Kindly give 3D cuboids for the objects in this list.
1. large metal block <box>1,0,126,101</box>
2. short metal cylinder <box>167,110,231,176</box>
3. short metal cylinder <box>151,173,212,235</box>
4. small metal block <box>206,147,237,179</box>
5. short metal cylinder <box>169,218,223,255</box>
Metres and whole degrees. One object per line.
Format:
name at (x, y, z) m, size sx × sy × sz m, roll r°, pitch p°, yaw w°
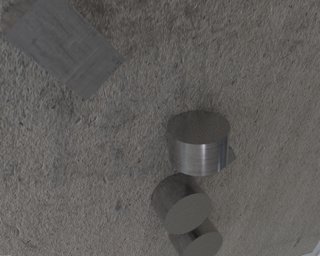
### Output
large metal block at (-0.087, -0.081, 0.274) m, size 0.050 × 0.080 × 0.080 m, roll -46°, pitch 129°, yaw 4°
short metal cylinder at (0.051, 0.018, 0.410) m, size 0.081 × 0.080 × 0.050 m, roll -17°, pitch 125°, yaw -19°
short metal cylinder at (0.033, 0.117, 0.481) m, size 0.081 × 0.050 × 0.079 m, roll -14°, pitch 124°, yaw -21°
small metal block at (0.074, 0.038, 0.455) m, size 0.050 × 0.050 × 0.025 m, roll -36°, pitch 129°, yaw -4°
short metal cylinder at (0.063, 0.195, 0.546) m, size 0.081 × 0.050 × 0.079 m, roll -14°, pitch 124°, yaw -21°
